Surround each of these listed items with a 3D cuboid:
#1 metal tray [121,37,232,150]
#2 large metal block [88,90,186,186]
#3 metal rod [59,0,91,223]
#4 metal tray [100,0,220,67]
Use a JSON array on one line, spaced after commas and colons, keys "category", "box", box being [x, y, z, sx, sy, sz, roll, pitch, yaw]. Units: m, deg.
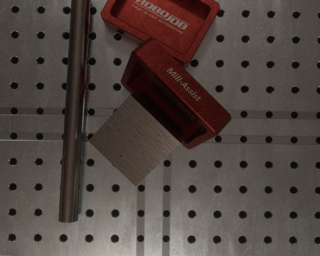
[{"category": "metal tray", "box": [0.014, -0.036, 0.378, 0.130, 0.090, 0.030, 45, 68, -1]}, {"category": "large metal block", "box": [-0.027, 0.011, 0.389, 0.080, 0.050, 0.080, 44, 108, -1]}, {"category": "metal rod", "box": [-0.113, -0.027, 0.411, 0.025, 0.025, 0.298, 3, 90, -1]}, {"category": "metal tray", "box": [0.001, -0.150, 0.410, 0.130, 0.030, 0.090, 29, 90, -1]}]
